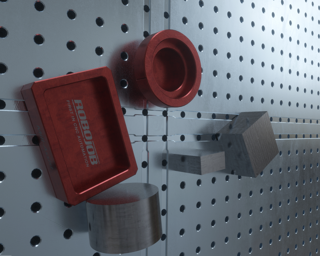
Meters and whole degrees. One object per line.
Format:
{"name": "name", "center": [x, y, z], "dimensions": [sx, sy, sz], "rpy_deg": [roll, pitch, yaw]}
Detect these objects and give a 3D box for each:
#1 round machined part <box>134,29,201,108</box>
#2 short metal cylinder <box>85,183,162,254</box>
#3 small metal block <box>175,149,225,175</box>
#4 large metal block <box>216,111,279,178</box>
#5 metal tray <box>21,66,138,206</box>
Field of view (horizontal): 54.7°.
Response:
{"name": "round machined part", "center": [0.006, -0.075, 0.405], "dimensions": [0.099, 0.042, 0.097], "rpy_deg": [0, 90, -40]}
{"name": "short metal cylinder", "center": [-0.039, 0.096, 0.342], "dimensions": [0.081, 0.080, 0.050], "rpy_deg": [-9, 96, -40]}
{"name": "small metal block", "center": [0.057, 0.048, 0.443], "dimensions": [0.050, 0.050, 0.025], "rpy_deg": [-7, 95, -40]}
{"name": "large metal block", "center": [0.149, 0.025, 0.521], "dimensions": [0.081, 0.050, 0.080], "rpy_deg": [-35, 112, -35]}
{"name": "metal tray", "center": [-0.082, 0.006, 0.338], "dimensions": [0.091, 0.030, 0.129], "rpy_deg": [-23, 105, -38]}
